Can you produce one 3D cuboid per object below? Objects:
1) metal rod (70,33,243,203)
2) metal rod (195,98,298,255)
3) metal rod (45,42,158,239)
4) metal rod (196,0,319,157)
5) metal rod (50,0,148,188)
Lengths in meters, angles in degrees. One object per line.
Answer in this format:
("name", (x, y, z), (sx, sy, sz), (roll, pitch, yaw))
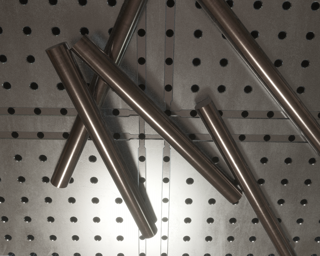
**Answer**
("metal rod", (0.009, 0.001, 0.398), (0.025, 0.025, 0.300), (-41, 112, 13))
("metal rod", (0.132, 0.089, 0.448), (0.025, 0.025, 0.299), (-29, 108, 10))
("metal rod", (-0.065, 0.034, 0.405), (0.025, 0.025, 0.299), (-19, 117, 6))
("metal rod", (0.141, -0.063, 0.392), (0.025, 0.025, 0.300), (-40, 106, 13))
("metal rod", (-0.078, -0.049, 0.394), (0.025, 0.025, 0.298), (24, 108, -9))
